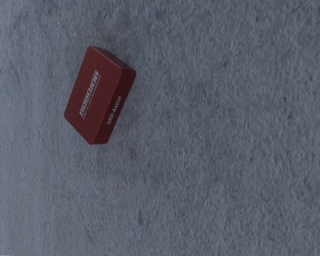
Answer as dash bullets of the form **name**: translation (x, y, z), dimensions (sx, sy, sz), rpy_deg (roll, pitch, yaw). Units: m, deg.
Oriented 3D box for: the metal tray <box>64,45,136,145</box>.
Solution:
- **metal tray**: translation (-0.097, -0.050, 0.484), dimensions (0.090, 0.030, 0.129), rpy_deg (40, 114, 33)
